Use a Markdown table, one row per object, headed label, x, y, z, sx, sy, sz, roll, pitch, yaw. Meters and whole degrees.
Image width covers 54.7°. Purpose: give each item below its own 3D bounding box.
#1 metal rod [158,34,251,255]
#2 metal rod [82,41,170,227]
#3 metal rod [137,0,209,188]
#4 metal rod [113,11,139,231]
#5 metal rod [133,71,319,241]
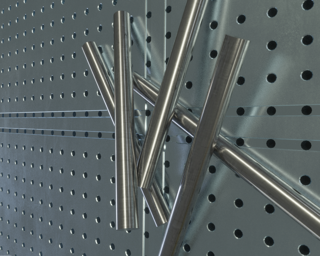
| label | x | y | z | sx | sy | sz | roll | pitch | yaw |
| --- | --- | --- | --- | --- | --- | --- | --- | --- | --- |
| metal rod | 0.039 | 0.048 | 0.347 | 0.025 | 0.025 | 0.298 | 31 | 118 | 35 |
| metal rod | -0.054 | -0.004 | 0.451 | 0.025 | 0.025 | 0.299 | -38 | 67 | 33 |
| metal rod | 0.021 | -0.074 | 0.366 | 0.025 | 0.025 | 0.298 | 20 | 95 | 38 |
| metal rod | -0.045 | -0.027 | 0.394 | 0.025 | 0.025 | 0.299 | -24 | 60 | 37 |
| metal rod | 0.057 | 0.012 | 0.360 | 0.300 | 0.025 | 0.025 | 40 | 114 | 32 |
